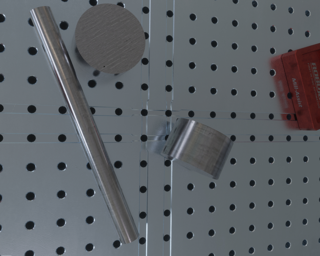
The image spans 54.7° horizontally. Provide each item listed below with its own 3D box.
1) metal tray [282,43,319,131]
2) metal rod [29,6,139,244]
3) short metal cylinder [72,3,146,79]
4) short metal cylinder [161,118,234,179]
[{"bbox_3d":[0.257,-0.070,0.504,0.091,0.030,0.129,-19,97,-19],"label":"metal tray"},{"bbox_3d":[-0.089,0.003,0.379,0.025,0.025,0.298,-23,98,-19],"label":"metal rod"},{"bbox_3d":[-0.064,-0.102,0.376,0.081,0.050,0.080,0,90,-20],"label":"short metal cylinder"},{"bbox_3d":[0.048,0.027,0.401,0.080,0.080,0.050,28,81,-18],"label":"short metal cylinder"}]
